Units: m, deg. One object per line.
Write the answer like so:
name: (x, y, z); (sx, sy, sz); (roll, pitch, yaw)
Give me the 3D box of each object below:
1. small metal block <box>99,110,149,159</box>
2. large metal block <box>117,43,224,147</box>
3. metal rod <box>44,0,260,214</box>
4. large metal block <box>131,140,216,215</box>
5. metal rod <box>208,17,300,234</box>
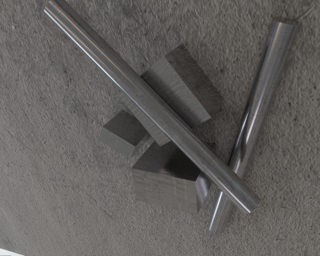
small metal block: (-0.046, 0.008, 0.420); (0.050, 0.050, 0.025); (31, 128, 8)
large metal block: (0.013, -0.037, 0.361); (0.080, 0.050, 0.080); (-32, 101, 38)
metal rod: (-0.005, -0.021, 0.331); (0.300, 0.025, 0.025); (45, 129, -4)
large metal block: (0.021, 0.055, 0.394); (0.080, 0.080, 0.050); (8, 122, 24)
metal rod: (0.099, 0.023, 0.368); (0.025, 0.025, 0.298); (20, 126, 16)
